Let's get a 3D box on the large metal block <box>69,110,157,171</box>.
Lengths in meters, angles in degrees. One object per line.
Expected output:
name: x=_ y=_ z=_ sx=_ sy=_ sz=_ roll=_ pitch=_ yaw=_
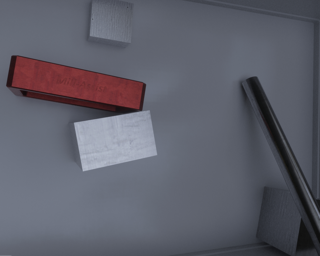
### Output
large metal block: x=-0.058 y=0.012 z=0.361 sx=0.081 sy=0.080 sz=0.050 roll=-11 pitch=94 yaw=-20

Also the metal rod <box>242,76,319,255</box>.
metal rod: x=0.177 y=0.063 z=0.412 sx=0.025 sy=0.025 sz=0.299 roll=-10 pitch=68 yaw=-20

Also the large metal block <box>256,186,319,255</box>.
large metal block: x=0.194 y=0.136 z=0.455 sx=0.050 sy=0.080 sz=0.080 roll=13 pitch=86 yaw=-20

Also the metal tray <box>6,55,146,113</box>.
metal tray: x=-0.091 y=-0.043 z=0.342 sx=0.131 sy=0.090 sz=0.030 roll=9 pitch=87 yaw=-20

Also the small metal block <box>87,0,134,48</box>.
small metal block: x=-0.062 y=-0.132 z=0.388 sx=0.050 sy=0.025 sz=0.050 roll=4 pitch=89 yaw=-20
